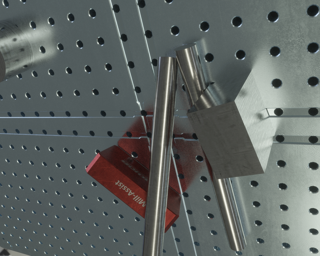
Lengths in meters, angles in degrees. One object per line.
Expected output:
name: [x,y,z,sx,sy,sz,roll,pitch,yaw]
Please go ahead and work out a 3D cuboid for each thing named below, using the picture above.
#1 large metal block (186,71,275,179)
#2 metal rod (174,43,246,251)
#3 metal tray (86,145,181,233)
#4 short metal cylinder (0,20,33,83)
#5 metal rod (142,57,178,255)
large metal block: [0.080,-0.004,0.331,0.050,0.080,0.080,-15,111,34]
metal rod: [0.071,0.041,0.399,0.025,0.025,0.298,-4,117,30]
metal tray: [-0.032,0.080,0.433,0.130,0.090,0.030,38,97,2]
short metal cylinder: [-0.236,-0.111,0.451,0.080,0.050,0.079,13,124,21]
metal rod: [-0.002,0.067,0.371,0.025,0.025,0.298,7,95,25]
